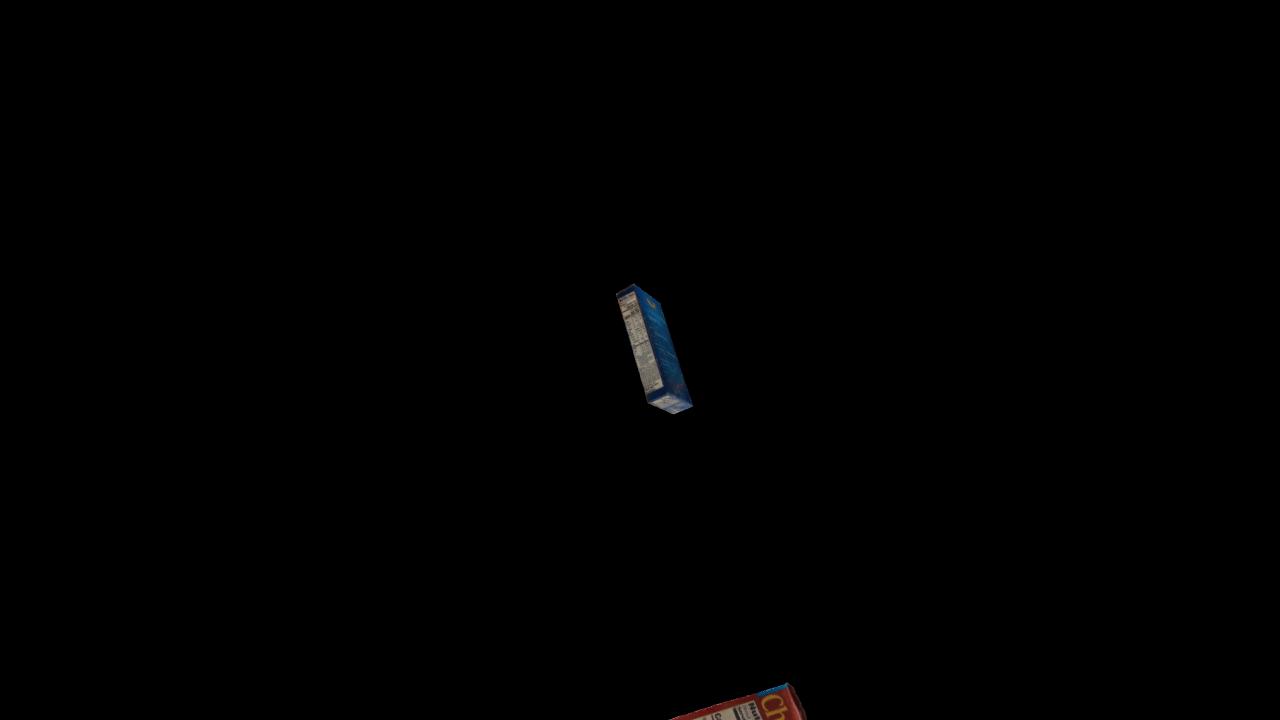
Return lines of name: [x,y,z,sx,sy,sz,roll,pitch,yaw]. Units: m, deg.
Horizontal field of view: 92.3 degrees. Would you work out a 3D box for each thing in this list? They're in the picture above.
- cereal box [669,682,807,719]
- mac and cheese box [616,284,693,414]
cereal box: [-0.033,0.345,0.432,0.306,0.203,0.081,-8,40,-16]
mac and cheese box: [0.022,-0.015,0.926,0.041,0.184,0.093,-26,-25,21]
